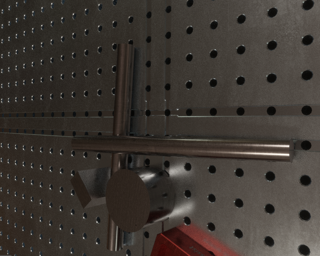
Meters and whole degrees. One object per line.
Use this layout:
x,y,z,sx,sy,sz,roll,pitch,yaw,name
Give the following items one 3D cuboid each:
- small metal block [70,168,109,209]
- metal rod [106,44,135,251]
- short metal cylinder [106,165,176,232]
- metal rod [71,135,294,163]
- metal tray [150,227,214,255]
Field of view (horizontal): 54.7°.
-0.101,0.091,0.473,0.025,0.050,0.050,-48,62,29,small metal block
-0.058,0.029,0.454,0.025,0.025,0.298,6,94,39,metal rod
-0.027,0.092,0.413,0.080,0.050,0.079,0,90,39,short metal cylinder
0.003,0.022,0.384,0.300,0.025,0.025,0,90,33,metal rod
0.041,0.194,0.370,0.130,0.030,0.089,26,106,36,metal tray
